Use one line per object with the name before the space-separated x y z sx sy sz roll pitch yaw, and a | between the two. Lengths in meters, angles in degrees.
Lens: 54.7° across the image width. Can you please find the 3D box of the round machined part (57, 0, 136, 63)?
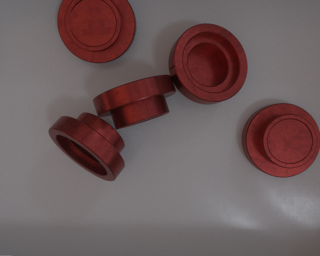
round machined part | -0.080 -0.131 0.391 0.099 0.042 0.097 0 104 -1

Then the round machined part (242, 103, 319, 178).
round machined part | 0.161 0.016 0.404 0.099 0.042 0.097 0 90 0

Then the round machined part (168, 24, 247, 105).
round machined part | 0.057 -0.078 0.394 0.099 0.042 0.097 2 84 -17

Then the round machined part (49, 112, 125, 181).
round machined part | -0.083 0.019 0.380 0.098 0.098 0.042 36 64 0

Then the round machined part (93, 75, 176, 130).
round machined part | -0.027 -0.028 0.375 0.098 0.098 0.042 -18 90 0
